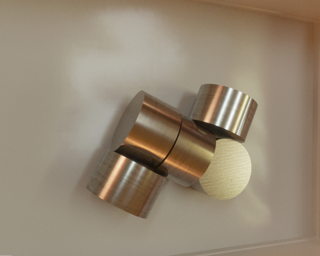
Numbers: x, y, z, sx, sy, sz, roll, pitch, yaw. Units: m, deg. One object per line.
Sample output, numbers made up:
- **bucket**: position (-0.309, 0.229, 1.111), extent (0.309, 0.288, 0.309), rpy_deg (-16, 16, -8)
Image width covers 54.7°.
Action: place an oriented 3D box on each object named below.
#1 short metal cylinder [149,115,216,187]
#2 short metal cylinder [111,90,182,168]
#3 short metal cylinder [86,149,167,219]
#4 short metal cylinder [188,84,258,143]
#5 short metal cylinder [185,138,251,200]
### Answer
- **short metal cylinder**: position (0.025, 0.027, 0.391), extent (0.050, 0.080, 0.080), rpy_deg (28, 81, -18)
- **short metal cylinder**: position (-0.018, 0.002, 0.374), extent (0.050, 0.080, 0.080), rpy_deg (27, 81, -18)
- **short metal cylinder**: position (-0.039, 0.065, 0.366), extent (0.080, 0.080, 0.050), rpy_deg (31, 80, -18)
- **short metal cylinder**: position (0.082, -0.018, 0.411), extent (0.080, 0.080, 0.050), rpy_deg (24, 82, -19)
- **short metal cylinder**: position (0.076, 0.053, 0.425), extent (0.081, 0.050, 0.079), rpy_deg (0, 90, -21)
